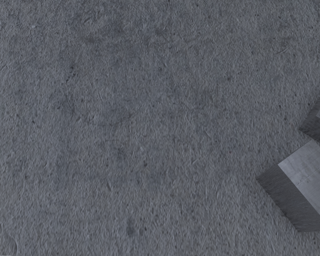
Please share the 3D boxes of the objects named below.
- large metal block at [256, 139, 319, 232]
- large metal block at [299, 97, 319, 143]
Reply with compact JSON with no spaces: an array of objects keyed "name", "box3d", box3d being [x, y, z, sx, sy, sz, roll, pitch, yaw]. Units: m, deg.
[{"name":"large metal block","box3d":[0.166,0.069,0.355,0.050,0.080,0.080,-33,74,-11]},{"name":"large metal block","box3d":[0.245,-0.014,0.401,0.080,0.050,0.080,35,74,12]}]
